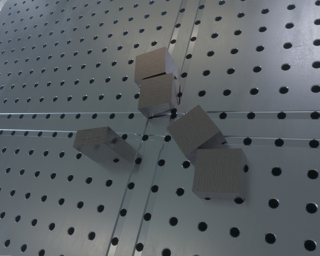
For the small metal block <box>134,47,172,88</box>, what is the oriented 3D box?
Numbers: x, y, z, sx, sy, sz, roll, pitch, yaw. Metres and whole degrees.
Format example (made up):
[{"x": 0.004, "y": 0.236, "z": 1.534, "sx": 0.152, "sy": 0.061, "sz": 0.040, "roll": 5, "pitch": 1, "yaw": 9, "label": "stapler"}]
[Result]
[{"x": -0.010, "y": -0.090, "z": 0.469, "sx": 0.050, "sy": 0.025, "sz": 0.050, "roll": -13, "pitch": 56, "yaw": 21, "label": "small metal block"}]

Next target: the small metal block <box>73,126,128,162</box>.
[{"x": -0.080, "y": 0.023, "z": 0.421, "sx": 0.050, "sy": 0.050, "sz": 0.025, "roll": -7, "pitch": 59, "yaw": 25, "label": "small metal block"}]

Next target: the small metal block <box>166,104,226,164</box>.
[{"x": 0.044, "y": 0.007, "z": 0.381, "sx": 0.050, "sy": 0.025, "sz": 0.050, "roll": -36, "pitch": 51, "yaw": 4, "label": "small metal block"}]

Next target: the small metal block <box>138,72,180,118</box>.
[{"x": -0.001, "y": -0.046, "z": 0.438, "sx": 0.050, "sy": 0.025, "sz": 0.050, "roll": -10, "pitch": 57, "yaw": 23, "label": "small metal block"}]

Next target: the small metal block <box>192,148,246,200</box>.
[{"x": 0.066, "y": 0.051, "z": 0.343, "sx": 0.050, "sy": 0.025, "sz": 0.050, "roll": -3, "pitch": 60, "yaw": 26, "label": "small metal block"}]
